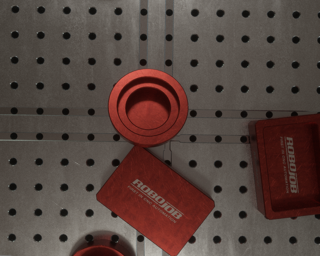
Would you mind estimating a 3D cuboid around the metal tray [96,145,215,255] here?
[{"bbox_3d":[-0.006,0.093,0.411,0.130,0.030,0.090,37,90,-1],"label":"metal tray"}]

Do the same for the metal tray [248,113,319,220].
[{"bbox_3d":[0.174,0.050,0.413,0.091,0.030,0.129,-7,90,-1],"label":"metal tray"}]

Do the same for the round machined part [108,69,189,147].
[{"bbox_3d":[-0.015,-0.023,0.398,0.099,0.042,0.098,1,78,-5],"label":"round machined part"}]

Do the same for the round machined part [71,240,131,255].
[{"bbox_3d":[-0.081,0.202,0.404,0.099,0.042,0.097,0,90,-1],"label":"round machined part"}]
